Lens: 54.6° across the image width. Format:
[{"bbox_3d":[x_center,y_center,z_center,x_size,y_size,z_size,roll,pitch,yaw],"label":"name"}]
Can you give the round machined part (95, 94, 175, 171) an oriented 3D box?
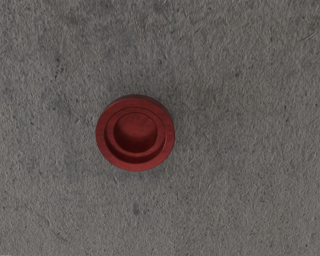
[{"bbox_3d":[-0.031,0.003,0.402,0.099,0.042,0.097,0,110,0],"label":"round machined part"}]
